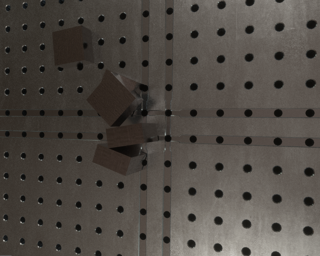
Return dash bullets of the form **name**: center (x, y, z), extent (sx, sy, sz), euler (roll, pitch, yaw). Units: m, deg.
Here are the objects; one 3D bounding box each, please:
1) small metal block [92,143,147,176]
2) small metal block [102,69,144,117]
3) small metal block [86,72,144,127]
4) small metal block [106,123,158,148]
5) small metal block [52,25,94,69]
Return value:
- **small metal block**: center (-0.053, 0.040, 0.417), extent (0.050, 0.050, 0.025), euler (20, 97, 18)
- **small metal block**: center (-0.057, -0.048, 0.432), extent (0.050, 0.025, 0.050), euler (25, 98, 18)
- **small metal block**: center (-0.059, -0.037, 0.406), extent (0.050, 0.025, 0.050), euler (47, 104, 13)
- **small metal block**: center (-0.036, 0.010, 0.411), extent (0.050, 0.050, 0.025), euler (-9, 87, 19)
- **small metal block**: center (-0.128, -0.118, 0.456), extent (0.050, 0.025, 0.050), euler (-6, 88, 19)
